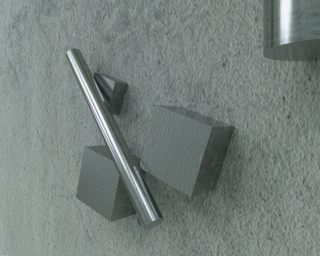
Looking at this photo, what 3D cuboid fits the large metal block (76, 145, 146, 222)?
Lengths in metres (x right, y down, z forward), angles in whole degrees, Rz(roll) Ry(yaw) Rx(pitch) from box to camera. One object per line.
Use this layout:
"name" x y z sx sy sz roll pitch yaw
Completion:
"large metal block" -0.071 0.075 0.447 0.080 0.050 0.079 20 103 38

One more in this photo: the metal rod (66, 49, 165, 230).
"metal rod" -0.072 -0.005 0.418 0.025 0.025 0.299 -49 55 29

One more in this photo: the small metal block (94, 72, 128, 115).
"small metal block" -0.081 -0.052 0.472 0.050 0.025 0.050 28 107 36

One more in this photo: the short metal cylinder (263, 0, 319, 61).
"short metal cylinder" 0.130 -0.090 0.262 0.080 0.081 0.050 0 90 40

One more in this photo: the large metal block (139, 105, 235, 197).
"large metal block" 0.030 0.023 0.364 0.080 0.050 0.079 24 105 37
